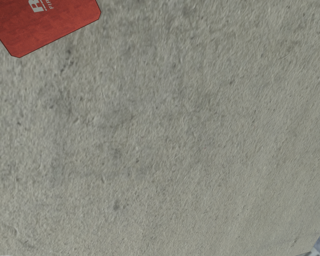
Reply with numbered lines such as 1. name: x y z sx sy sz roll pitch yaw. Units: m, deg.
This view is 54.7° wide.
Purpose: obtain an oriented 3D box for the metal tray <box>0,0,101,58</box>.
1. metal tray: -0.118 -0.136 0.256 0.090 0.030 0.129 -30 129 -9
